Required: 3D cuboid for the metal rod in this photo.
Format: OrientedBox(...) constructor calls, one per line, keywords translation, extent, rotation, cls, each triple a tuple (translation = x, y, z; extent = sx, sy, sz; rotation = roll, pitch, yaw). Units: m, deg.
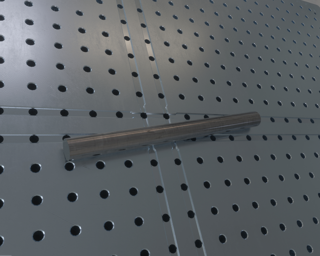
OrientedBox(translation=(0.025, 0.005, 0.417), extent=(0.302, 0.025, 0.025), rotation=(-9, 66, -32), cls="metal rod")
